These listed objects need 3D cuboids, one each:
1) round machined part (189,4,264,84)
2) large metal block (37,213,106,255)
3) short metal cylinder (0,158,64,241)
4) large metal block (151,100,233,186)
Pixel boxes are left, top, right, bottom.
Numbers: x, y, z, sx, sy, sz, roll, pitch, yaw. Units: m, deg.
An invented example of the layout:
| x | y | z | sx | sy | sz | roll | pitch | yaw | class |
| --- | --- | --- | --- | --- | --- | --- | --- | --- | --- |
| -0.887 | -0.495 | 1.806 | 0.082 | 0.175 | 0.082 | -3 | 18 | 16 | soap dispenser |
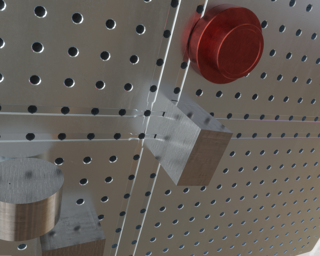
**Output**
| x | y | z | sx | sy | sz | roll | pitch | yaw | class |
| --- | --- | --- | --- | --- | --- | --- | --- | --- | --- |
| 0.089 | -0.100 | 0.387 | 0.099 | 0.042 | 0.097 | -14 | 124 | -21 | round machined part |
| -0.126 | 0.172 | 0.433 | 0.081 | 0.050 | 0.079 | -2 | 119 | -28 | large metal block |
| -0.150 | 0.075 | 0.340 | 0.081 | 0.080 | 0.050 | -1 | 119 | -28 | short metal cylinder |
| 0.038 | 0.019 | 0.408 | 0.050 | 0.080 | 0.079 | 7 | 115 | -32 | large metal block |
